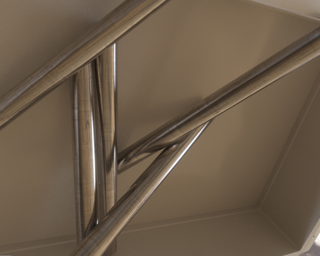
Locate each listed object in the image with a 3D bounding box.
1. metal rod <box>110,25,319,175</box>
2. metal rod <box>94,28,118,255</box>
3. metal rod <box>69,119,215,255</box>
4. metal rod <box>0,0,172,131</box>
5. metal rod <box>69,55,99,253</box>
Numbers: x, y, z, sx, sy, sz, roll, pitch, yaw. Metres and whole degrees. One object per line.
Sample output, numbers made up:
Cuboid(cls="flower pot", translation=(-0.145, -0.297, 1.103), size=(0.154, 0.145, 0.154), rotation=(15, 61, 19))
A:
Cuboid(cls="metal rod", translation=(0.055, -0.022, 0.351), size=(0.300, 0.025, 0.025), rotation=(-32, 134, 24))
Cuboid(cls="metal rod", translation=(-0.064, 0.035, 0.376), size=(0.025, 0.025, 0.298), rotation=(-8, 116, -25))
Cuboid(cls="metal rod", translation=(-0.016, 0.066, 0.358), size=(0.301, 0.025, 0.025), rotation=(-47, 135, -31))
Cuboid(cls="metal rod", translation=(-0.116, -0.042, 0.298), size=(0.300, 0.025, 0.025), rotation=(-36, 130, 4))
Cuboid(cls="metal rod", translation=(-0.079, 0.072, 0.335), size=(0.025, 0.025, 0.298), rotation=(-4, 96, -27))
